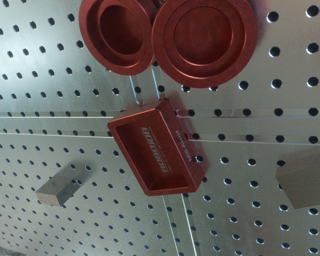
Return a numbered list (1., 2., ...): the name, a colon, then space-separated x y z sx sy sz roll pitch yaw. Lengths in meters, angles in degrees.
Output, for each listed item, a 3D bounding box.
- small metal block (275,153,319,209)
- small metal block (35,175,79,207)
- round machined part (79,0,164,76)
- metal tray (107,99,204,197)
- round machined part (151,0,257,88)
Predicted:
1. small metal block: 0.171 0.063 0.360 0.050 0.025 0.050 -25 105 37
2. small metal block: -0.187 0.114 0.564 0.050 0.050 0.025 2 119 27
3. round machined part: -0.038 -0.112 0.346 0.098 0.042 0.097 18 133 21
4. metal tray: -0.005 0.032 0.430 0.090 0.030 0.129 -14 112 33
5. round machined part: 0.041 -0.092 0.306 0.099 0.042 0.097 0 120 0
